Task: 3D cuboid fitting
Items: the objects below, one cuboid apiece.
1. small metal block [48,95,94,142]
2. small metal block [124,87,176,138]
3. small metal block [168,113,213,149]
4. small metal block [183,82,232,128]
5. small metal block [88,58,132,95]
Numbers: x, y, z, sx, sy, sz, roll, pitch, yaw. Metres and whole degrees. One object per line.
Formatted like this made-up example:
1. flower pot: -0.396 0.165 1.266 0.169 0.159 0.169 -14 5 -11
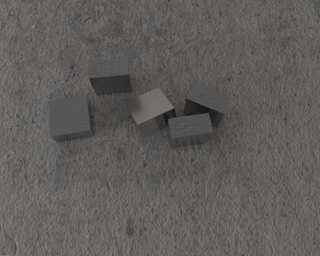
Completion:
1. small metal block: -0.118 -0.012 0.412 0.050 0.025 0.050 -9 70 -4
2. small metal block: -0.012 -0.021 0.405 0.050 0.025 0.050 -25 46 -9
3. small metal block: 0.036 0.005 0.393 0.050 0.050 0.025 -9 72 -3
4. small metal block: 0.060 -0.029 0.406 0.050 0.050 0.025 23 72 8
5. small metal block: -0.066 -0.068 0.419 0.050 0.050 0.025 -6 70 -2
